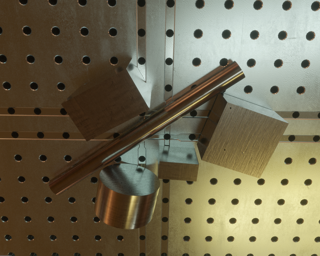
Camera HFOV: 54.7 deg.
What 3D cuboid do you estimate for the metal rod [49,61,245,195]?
[{"bbox_3d":[-0.025,0.005,0.414,0.300,0.025,0.025,-32,107,11],"label":"metal rod"}]

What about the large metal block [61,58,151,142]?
[{"bbox_3d":[-0.059,-0.037,0.370,0.080,0.080,0.050,-27,108,9],"label":"large metal block"}]

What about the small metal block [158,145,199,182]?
[{"bbox_3d":[0.023,0.047,0.418,0.050,0.050,0.025,5,110,-2],"label":"small metal block"}]

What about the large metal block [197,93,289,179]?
[{"bbox_3d":[0.103,0.009,0.402,0.080,0.050,0.079,18,109,-7],"label":"large metal block"}]

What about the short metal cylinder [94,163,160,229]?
[{"bbox_3d":[-0.044,0.089,0.416,0.081,0.080,0.050,11,110,-5],"label":"short metal cylinder"}]
